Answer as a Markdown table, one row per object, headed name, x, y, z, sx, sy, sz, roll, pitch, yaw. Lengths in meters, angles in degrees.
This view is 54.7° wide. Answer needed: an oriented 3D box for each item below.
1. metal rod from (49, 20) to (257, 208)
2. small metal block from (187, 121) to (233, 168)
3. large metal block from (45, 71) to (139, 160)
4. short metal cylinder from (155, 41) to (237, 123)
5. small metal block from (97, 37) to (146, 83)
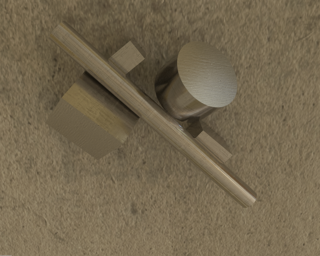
| name | x | y | z | sx | sy | sz | roll | pitch | yaw |
| --- | --- | --- | --- | --- | --- | --- | --- | --- | --- |
| metal rod | 0.003 | -0.005 | 0.356 | 0.300 | 0.025 | 0.025 | 41 | 105 | -14 |
| small metal block | 0.062 | 0.018 | 0.402 | 0.050 | 0.050 | 0.025 | 39 | 105 | -14 |
| large metal block | -0.080 | -0.013 | 0.373 | 0.080 | 0.050 | 0.080 | 39 | 146 | -14 |
| short metal cylinder | 0.041 | -0.052 | 0.357 | 0.080 | 0.080 | 0.050 | 37 | 147 | -13 |
| small metal block | -0.044 | -0.080 | 0.368 | 0.050 | 0.050 | 0.025 | -37 | 106 | 12 |
